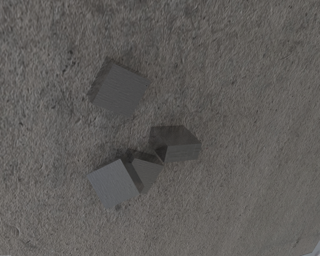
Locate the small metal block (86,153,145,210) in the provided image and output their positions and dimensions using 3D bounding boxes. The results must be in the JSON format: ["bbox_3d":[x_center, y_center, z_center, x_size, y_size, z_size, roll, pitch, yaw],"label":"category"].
[{"bbox_3d":[-0.056,0.067,0.393,0.050,0.025,0.050,-27,95,13],"label":"small metal block"}]

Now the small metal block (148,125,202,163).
[{"bbox_3d":[0.019,0.020,0.413,0.050,0.050,0.025,-3,120,-27],"label":"small metal block"}]

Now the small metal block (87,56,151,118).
[{"bbox_3d":[-0.047,-0.046,0.353,0.050,0.025,0.050,21,107,-36],"label":"small metal block"}]

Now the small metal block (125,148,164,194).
[{"bbox_3d":[-0.031,0.060,0.427,0.050,0.025,0.050,20,107,-36],"label":"small metal block"}]
